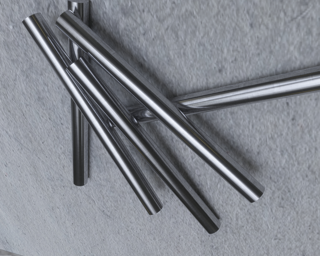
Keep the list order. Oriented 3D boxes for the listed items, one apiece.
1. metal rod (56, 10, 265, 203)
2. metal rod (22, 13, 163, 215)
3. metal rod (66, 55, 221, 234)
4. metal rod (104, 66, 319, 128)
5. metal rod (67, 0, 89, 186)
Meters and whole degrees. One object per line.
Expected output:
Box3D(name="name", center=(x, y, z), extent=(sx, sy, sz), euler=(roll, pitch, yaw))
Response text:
Box3D(name="metal rod", center=(0.002, -0.023, 0.356), extent=(0.300, 0.025, 0.025), euler=(42, 129, -2))
Box3D(name="metal rod", center=(-0.080, -0.007, 0.408), extent=(0.025, 0.025, 0.299), euler=(-20, 108, 35))
Box3D(name="metal rod", center=(-0.010, 0.034, 0.407), extent=(0.025, 0.025, 0.300), euler=(-24, 113, 36))
Box3D(name="metal rod", center=(0.037, -0.028, 0.368), extent=(0.300, 0.025, 0.025), euler=(-9, 114, 31))
Box3D(name="metal rod", center=(-0.116, -0.029, 0.447), extent=(0.025, 0.025, 0.298), euler=(21, 126, 15))
